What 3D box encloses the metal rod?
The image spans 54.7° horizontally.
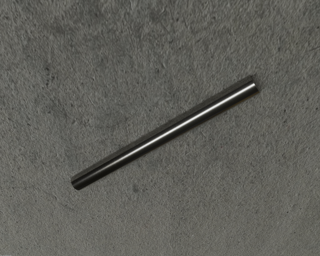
[{"bbox_3d":[-0.008,0.016,0.423,0.300,0.025,0.025,-30,124,22],"label":"metal rod"}]
